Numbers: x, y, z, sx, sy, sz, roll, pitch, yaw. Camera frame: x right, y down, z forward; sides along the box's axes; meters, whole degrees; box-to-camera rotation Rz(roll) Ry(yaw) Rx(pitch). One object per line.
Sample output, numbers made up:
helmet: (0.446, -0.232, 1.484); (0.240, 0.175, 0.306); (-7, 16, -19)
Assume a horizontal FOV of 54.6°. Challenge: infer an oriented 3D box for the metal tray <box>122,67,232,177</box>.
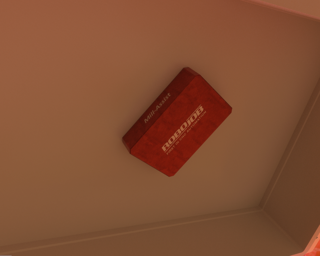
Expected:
metal tray: (0.025, -0.004, 0.416); (0.130, 0.030, 0.090); (-48, 129, 6)
